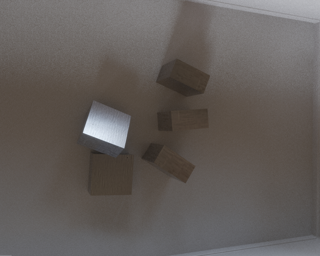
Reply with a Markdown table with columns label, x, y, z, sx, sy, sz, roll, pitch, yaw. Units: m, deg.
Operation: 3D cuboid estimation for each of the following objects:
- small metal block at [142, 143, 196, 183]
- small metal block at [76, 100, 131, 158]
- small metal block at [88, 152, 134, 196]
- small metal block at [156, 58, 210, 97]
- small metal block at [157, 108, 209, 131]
| label | x | y | z | sx | sy | sz | roll | pitch | yaw |
| --- | --- | --- | --- | --- | --- | --- | --- | --- | --- |
| small metal block | 0.010 | 0.045 | 0.402 | 0.050 | 0.050 | 0.025 | 35 | 79 | -17 |
| small metal block | -0.067 | 0.001 | 0.374 | 0.050 | 0.025 | 0.050 | 23 | 49 | -19 |
| small metal block | -0.062 | 0.057 | 0.389 | 0.050 | 0.025 | 0.050 | 4 | 89 | -20 |
| small metal block | 0.029 | -0.065 | 0.409 | 0.050 | 0.050 | 0.025 | 23 | 83 | -19 |
| small metal block | 0.029 | -0.011 | 0.409 | 0.050 | 0.050 | 0.025 | -5 | 92 | -20 |
